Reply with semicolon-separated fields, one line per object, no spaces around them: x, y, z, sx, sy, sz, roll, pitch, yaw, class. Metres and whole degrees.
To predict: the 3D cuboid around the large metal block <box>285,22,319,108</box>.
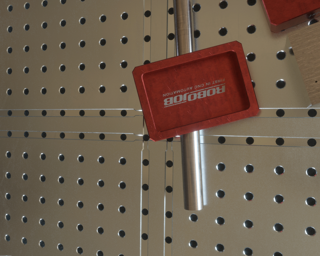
0.189;-0.073;0.332;0.080;0.050;0.080;-18;84;19;large metal block

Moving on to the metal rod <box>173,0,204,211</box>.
0.036;-0.046;0.399;0.025;0.025;0.298;-3;89;20;metal rod

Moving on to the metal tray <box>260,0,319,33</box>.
0.177;-0.176;0.347;0.130;0.030;0.090;-19;84;19;metal tray

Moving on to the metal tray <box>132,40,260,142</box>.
0.041;-0.042;0.371;0.131;0.030;0.090;-15;89;1;metal tray
